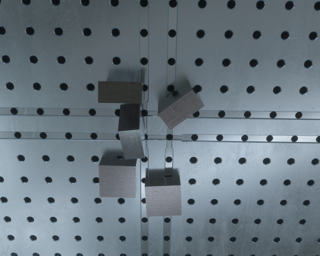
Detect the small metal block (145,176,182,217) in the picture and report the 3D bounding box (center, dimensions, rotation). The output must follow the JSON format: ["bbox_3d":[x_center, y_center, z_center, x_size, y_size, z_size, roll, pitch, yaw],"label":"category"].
[{"bbox_3d":[0.005,0.099,0.450,0.050,0.025,0.050,-2,110,1],"label":"small metal block"}]

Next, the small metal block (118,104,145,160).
[{"bbox_3d":[-0.035,0.004,0.393,0.025,0.050,0.050,-5,133,2],"label":"small metal block"}]

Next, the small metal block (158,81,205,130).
[{"bbox_3d":[0.025,-0.030,0.389,0.050,0.050,0.025,-36,106,12],"label":"small metal block"}]

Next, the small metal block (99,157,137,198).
[{"bbox_3d":[-0.059,0.070,0.439,0.050,0.025,0.050,2,110,-1],"label":"small metal block"}]

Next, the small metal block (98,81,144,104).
[{"bbox_3d":[-0.046,-0.043,0.381,0.050,0.050,0.025,1,95,-1],"label":"small metal block"}]
